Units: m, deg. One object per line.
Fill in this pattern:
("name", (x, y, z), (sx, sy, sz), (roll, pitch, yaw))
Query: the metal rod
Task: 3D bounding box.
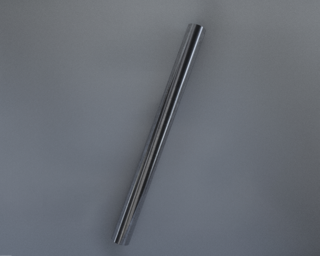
("metal rod", (-0.002, 0.008, 0.409), (0.025, 0.025, 0.299), (20, 90, 0))
